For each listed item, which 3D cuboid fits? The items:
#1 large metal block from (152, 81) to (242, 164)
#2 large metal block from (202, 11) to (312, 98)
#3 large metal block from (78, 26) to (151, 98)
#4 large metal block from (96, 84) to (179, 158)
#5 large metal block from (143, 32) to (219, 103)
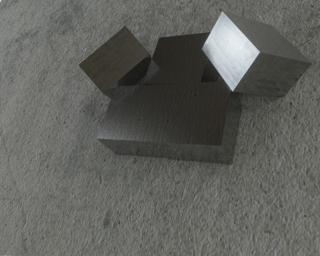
[{"bbox_3d":[0.046,-0.007,0.366,0.080,0.050,0.080,2,62,28],"label":"large metal block"},{"bbox_3d":[0.108,-0.083,0.356,0.050,0.081,0.080,-61,39,38],"label":"large metal block"},{"bbox_3d":[-0.058,-0.088,0.443,0.080,0.080,0.050,-40,86,1],"label":"large metal block"},{"bbox_3d":[-0.024,-0.009,0.405,0.080,0.050,0.080,2,62,28],"label":"large metal block"},{"bbox_3d":[0.034,-0.078,0.419,0.080,0.050,0.080,3,63,29],"label":"large metal block"}]
